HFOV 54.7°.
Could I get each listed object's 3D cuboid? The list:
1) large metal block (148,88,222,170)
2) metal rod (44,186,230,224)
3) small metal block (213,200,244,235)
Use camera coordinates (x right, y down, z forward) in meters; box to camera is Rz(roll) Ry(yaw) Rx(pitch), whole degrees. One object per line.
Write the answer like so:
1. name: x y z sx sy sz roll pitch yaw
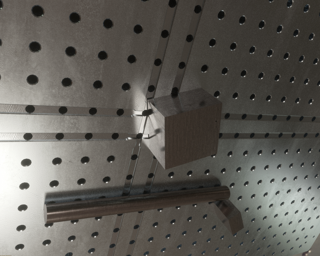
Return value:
1. large metal block: 0.032 0.000 0.414 0.081 0.050 0.079 -15 125 -21
2. metal rod: -0.016 0.113 0.473 0.303 0.025 0.025 1 118 -29
3. small metal block: 0.124 0.156 0.562 0.025 0.050 0.050 -29 129 -10
